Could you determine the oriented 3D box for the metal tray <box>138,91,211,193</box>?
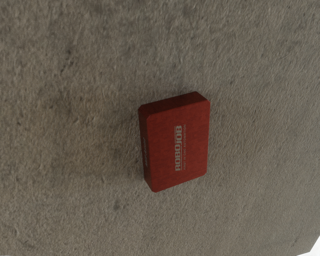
[{"bbox_3d":[0.021,0.021,0.430,0.091,0.030,0.129,-16,125,-20],"label":"metal tray"}]
